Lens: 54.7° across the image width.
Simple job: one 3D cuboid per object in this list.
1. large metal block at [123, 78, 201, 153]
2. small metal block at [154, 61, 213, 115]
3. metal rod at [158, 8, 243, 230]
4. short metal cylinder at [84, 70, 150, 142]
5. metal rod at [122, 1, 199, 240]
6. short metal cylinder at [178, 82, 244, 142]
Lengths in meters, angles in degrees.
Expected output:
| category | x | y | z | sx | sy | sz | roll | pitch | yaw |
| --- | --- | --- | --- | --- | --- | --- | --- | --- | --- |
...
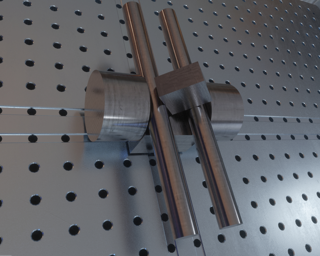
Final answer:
| category | x | y | z | sx | sy | sz | roll | pitch | yaw |
| --- | --- | --- | --- | --- | --- | --- | --- | --- | --- |
| large metal block | 0.001 | -0.015 | 0.397 | 0.081 | 0.050 | 0.080 | 1 | 61 | -28 |
| small metal block | 0.027 | -0.043 | 0.348 | 0.050 | 0.050 | 0.025 | -19 | 65 | 12 |
| metal rod | 0.042 | -0.031 | 0.381 | 0.025 | 0.025 | 0.299 | 1 | 61 | -28 |
| short metal cylinder | -0.051 | -0.024 | 0.355 | 0.050 | 0.080 | 0.080 | 2 | 61 | -28 |
| metal rod | -0.007 | -0.029 | 0.354 | 0.025 | 0.025 | 0.299 | 1 | 61 | -28 |
| short metal cylinder | 0.066 | -0.021 | 0.416 | 0.050 | 0.080 | 0.080 | 0 | 62 | -27 |
